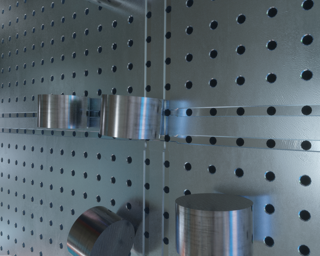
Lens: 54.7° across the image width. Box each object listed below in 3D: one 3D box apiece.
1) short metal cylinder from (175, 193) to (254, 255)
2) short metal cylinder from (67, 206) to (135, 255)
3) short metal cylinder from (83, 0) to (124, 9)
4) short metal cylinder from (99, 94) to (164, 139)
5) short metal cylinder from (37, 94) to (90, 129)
[{"bbox_3d":[0.057,0.102,0.326,0.080,0.081,0.050,-1,90,39],"label":"short metal cylinder"},{"bbox_3d":[-0.082,0.158,0.439,0.050,0.081,0.079,17,101,38],"label":"short metal cylinder"},{"bbox_3d":[-0.087,-0.225,0.463,0.080,0.050,0.079,0,90,39],"label":"short metal cylinder"},{"bbox_3d":[-0.037,-0.015,0.402,0.080,0.081,0.050,8,95,39],"label":"short metal cylinder"},{"bbox_3d":[-0.154,-0.026,0.498,0.080,0.081,0.050,4,93,39],"label":"short metal cylinder"}]
